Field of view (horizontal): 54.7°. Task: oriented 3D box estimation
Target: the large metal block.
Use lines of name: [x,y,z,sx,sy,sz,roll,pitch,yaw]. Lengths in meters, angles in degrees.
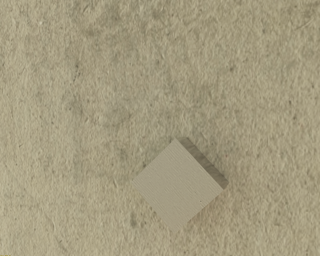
large metal block: [0.026,0.068,0.386,0.080,0.050,0.080,-46,76,14]
